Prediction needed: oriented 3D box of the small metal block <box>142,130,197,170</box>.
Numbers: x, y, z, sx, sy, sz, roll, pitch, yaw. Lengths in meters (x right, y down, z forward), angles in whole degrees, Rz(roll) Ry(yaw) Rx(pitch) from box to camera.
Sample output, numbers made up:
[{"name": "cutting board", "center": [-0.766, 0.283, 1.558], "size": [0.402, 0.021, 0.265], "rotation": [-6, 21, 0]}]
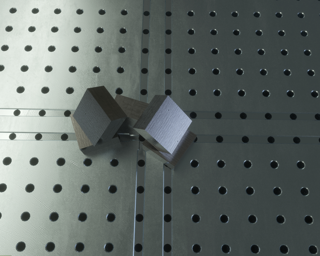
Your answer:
[{"name": "small metal block", "center": [0.012, 0.019, 0.405], "size": [0.050, 0.025, 0.050], "rotation": [34, 73, 11]}]

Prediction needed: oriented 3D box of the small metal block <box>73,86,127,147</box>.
[{"name": "small metal block", "center": [-0.073, -0.014, 0.373], "size": [0.025, 0.050, 0.050], "rotation": [-20, 66, -48]}]

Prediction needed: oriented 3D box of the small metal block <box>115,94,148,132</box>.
[{"name": "small metal block", "center": [-0.034, -0.016, 0.404], "size": [0.050, 0.050, 0.025], "rotation": [18, 71, 6]}]

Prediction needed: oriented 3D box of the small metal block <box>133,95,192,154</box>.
[{"name": "small metal block", "center": [0.004, -0.004, 0.372], "size": [0.050, 0.025, 0.050], "rotation": [44, 69, -32]}]

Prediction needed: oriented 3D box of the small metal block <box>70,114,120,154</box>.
[{"name": "small metal block", "center": [-0.086, 0.001, 0.411], "size": [0.050, 0.025, 0.050], "rotation": [-18, 71, -7]}]
